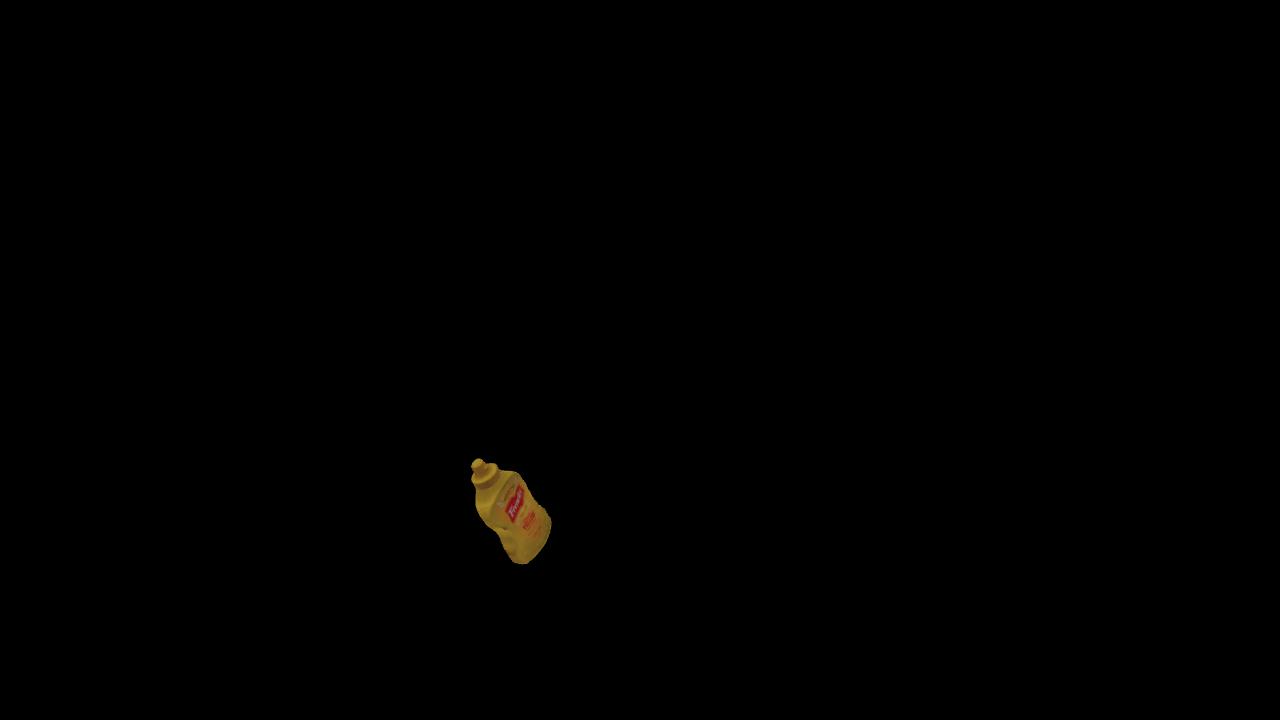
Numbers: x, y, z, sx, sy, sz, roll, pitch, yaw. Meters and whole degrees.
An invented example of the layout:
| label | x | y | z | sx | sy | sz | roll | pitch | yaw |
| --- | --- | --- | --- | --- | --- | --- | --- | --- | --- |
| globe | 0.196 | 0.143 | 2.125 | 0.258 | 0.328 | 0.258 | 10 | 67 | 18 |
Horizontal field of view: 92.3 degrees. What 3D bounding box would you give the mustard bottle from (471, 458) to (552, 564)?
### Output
| label | x | y | z | sx | sy | sz | roll | pitch | yaw |
| --- | --- | --- | --- | --- | --- | --- | --- | --- | --- |
| mustard bottle | -0.204 | 0.219 | 0.935 | 0.054 | 0.184 | 0.092 | -2 | 37 | 35 |
